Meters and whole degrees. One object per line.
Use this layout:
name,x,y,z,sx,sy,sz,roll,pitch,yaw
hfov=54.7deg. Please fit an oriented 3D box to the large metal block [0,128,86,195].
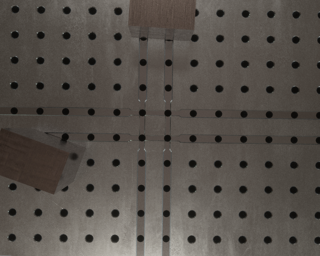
large metal block,-0.147,0.037,0.384,0.080,0.080,0.050,20,90,-1

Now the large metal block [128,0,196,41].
large metal block,0.004,-0.161,0.401,0.081,0.050,0.079,4,90,-1
